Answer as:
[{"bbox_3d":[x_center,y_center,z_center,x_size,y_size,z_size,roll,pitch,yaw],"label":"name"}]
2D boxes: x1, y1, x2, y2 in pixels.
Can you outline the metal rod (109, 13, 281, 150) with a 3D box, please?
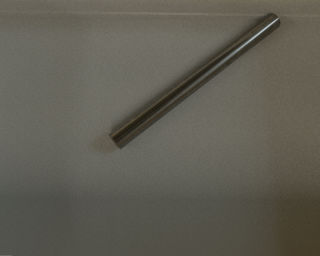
[{"bbox_3d":[0.057,-0.072,0.436,0.301,0.025,0.025,-38,74,-13],"label":"metal rod"}]
